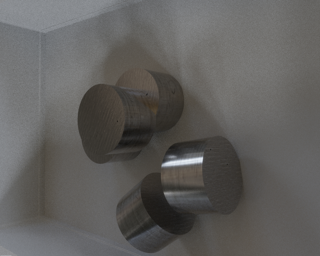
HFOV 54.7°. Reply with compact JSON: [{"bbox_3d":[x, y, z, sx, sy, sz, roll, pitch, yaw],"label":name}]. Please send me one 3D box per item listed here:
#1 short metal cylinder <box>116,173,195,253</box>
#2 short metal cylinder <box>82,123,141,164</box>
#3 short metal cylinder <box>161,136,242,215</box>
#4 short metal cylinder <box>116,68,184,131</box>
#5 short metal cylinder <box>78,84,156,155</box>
[{"bbox_3d":[-0.005,0.101,0.373,0.050,0.081,0.080,-45,63,31],"label":"short metal cylinder"},{"bbox_3d":[-0.068,0.009,0.444,0.080,0.050,0.079,0,90,39],"label":"short metal cylinder"},{"bbox_3d":[0.046,0.051,0.331,0.050,0.081,0.080,-12,82,39],"label":"short metal cylinder"},{"bbox_3d":[-0.016,-0.034,0.402,0.080,0.050,0.079,0,90,39],"label":"short metal cylinder"},{"bbox_3d":[-0.052,-0.010,0.366,0.080,0.050,0.079,0,90,39],"label":"short metal cylinder"}]
